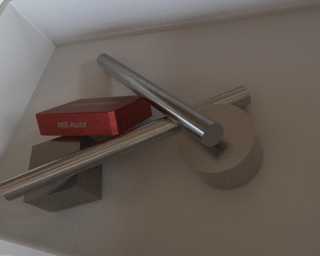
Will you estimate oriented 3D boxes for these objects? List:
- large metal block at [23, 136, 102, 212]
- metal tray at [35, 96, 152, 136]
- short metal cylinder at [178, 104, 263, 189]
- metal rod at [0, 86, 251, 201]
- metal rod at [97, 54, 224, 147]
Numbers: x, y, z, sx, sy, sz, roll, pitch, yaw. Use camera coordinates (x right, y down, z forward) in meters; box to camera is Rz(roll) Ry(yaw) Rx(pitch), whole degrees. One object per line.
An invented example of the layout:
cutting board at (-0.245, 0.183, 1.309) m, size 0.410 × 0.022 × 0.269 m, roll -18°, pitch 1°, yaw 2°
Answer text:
large metal block at (-0.125, 0.058, 0.412) m, size 0.080 × 0.050 × 0.080 m, roll -18°, pitch 55°, yaw 17°
metal tray at (-0.088, -0.018, 0.421) m, size 0.130 × 0.030 × 0.091 m, roll 0°, pitch 18°, yaw 29°
short metal cylinder at (0.067, 0.020, 0.338) m, size 0.080 × 0.050 × 0.080 m, roll -13°, pitch 56°, yaw 20°
metal rod at (-0.037, 0.016, 0.364) m, size 0.302 × 0.025 × 0.025 m, roll -22°, pitch 53°, yaw -3°
metal rod at (-0.022, -0.054, 0.410) m, size 0.025 × 0.025 × 0.300 m, roll -46°, pitch 39°, yaw -4°
